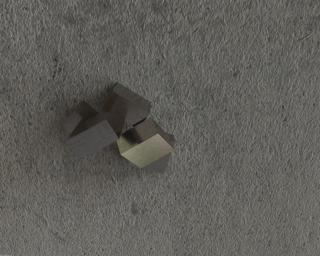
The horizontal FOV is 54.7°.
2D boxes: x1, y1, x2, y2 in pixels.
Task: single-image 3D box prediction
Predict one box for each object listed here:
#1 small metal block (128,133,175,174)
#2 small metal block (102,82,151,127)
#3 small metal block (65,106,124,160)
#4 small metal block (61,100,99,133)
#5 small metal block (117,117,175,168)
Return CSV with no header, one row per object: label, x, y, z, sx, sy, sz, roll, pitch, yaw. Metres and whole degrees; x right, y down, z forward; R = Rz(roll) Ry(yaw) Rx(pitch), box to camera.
small metal block,-0.012,0.030,0.422,0.050,0.025,0.050,15,109,-6
small metal block,-0.040,-0.029,0.387,0.050,0.050,0.025,31,107,-11
small metal block,-0.071,0.004,0.345,0.050,0.050,0.025,-28,108,9
small metal block,-0.092,-0.004,0.395,0.025,0.050,0.050,-43,105,14
small metal block,-0.017,0.019,0.378,0.050,0.025,0.050,-30,145,10
